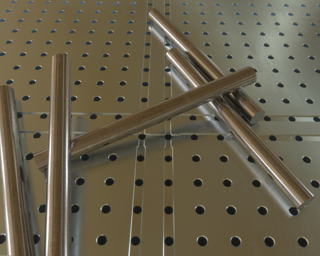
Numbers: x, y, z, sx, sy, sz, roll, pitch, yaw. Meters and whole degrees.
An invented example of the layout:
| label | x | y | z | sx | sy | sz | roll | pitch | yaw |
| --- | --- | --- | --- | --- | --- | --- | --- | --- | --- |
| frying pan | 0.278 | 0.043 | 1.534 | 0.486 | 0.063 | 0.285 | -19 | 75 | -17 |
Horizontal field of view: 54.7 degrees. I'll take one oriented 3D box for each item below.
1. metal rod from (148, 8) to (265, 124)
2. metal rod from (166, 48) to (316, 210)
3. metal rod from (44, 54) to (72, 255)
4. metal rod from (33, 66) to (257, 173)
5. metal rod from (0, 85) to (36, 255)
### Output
| label | x | y | z | sx | sy | sz | roll | pitch | yaw |
| --- | --- | --- | --- | --- | --- | --- | --- | --- | --- |
| metal rod | 0.061 | -0.115 | 0.505 | 0.025 | 0.025 | 0.300 | -23 | 54 | -18 |
| metal rod | 0.090 | -0.019 | 0.424 | 0.025 | 0.025 | 0.300 | -22 | 54 | -18 |
| metal rod | -0.111 | 0.037 | 0.343 | 0.025 | 0.025 | 0.299 | -6 | 60 | -6 |
| metal rod | -0.010 | -0.016 | 0.400 | 0.302 | 0.025 | 0.025 | -23 | 54 | -11 |
| metal rod | -0.170 | 0.055 | 0.359 | 0.025 | 0.025 | 0.300 | -17 | 52 | -14 |
